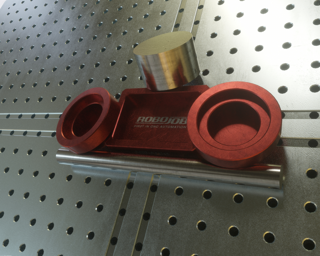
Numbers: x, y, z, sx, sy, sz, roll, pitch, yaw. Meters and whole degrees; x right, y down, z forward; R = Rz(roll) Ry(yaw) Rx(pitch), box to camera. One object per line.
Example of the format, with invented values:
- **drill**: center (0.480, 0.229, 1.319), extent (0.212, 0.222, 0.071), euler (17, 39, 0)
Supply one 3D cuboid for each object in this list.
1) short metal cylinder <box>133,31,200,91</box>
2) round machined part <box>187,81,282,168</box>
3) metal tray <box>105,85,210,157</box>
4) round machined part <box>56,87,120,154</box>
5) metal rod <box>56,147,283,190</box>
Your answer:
- **short metal cylinder**: center (0.010, -0.092, 0.420), extent (0.080, 0.050, 0.080), euler (-13, 31, 8)
- **round machined part**: center (0.082, -0.001, 0.343), extent (0.098, 0.042, 0.098), euler (-9, 58, 14)
- **metal tray**: center (0.000, -0.009, 0.405), extent (0.130, 0.030, 0.090), euler (1, 63, 28)
- **round machined part**: center (-0.096, -0.006, 0.441), extent (0.098, 0.042, 0.098), euler (-20, 49, 25)
- **metal rod**: center (-0.011, 0.045, 0.381), extent (0.300, 0.025, 0.025), euler (2, 63, 29)
